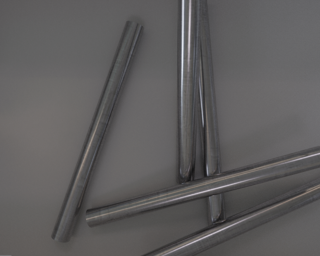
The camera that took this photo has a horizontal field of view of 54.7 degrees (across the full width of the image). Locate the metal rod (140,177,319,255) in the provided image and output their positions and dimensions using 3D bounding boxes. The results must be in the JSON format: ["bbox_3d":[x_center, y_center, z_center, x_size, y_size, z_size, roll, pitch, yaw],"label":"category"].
[{"bbox_3d":[0.116,0.114,0.392,0.302,0.025,0.025,-21,90,-8],"label":"metal rod"}]

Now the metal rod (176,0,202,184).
[{"bbox_3d":[0.032,-0.064,0.349,0.025,0.025,0.298,-1,116,0],"label":"metal rod"}]

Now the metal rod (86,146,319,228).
[{"bbox_3d":[0.050,0.076,0.388,0.301,0.025,0.025,-17,90,9],"label":"metal rod"}]

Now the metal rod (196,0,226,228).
[{"bbox_3d":[0.063,-0.020,0.411,0.025,0.025,0.298,-5,90,0],"label":"metal rod"}]

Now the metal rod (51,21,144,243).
[{"bbox_3d":[-0.082,0.005,0.410,0.025,0.025,0.299,19,90,0],"label":"metal rod"}]
